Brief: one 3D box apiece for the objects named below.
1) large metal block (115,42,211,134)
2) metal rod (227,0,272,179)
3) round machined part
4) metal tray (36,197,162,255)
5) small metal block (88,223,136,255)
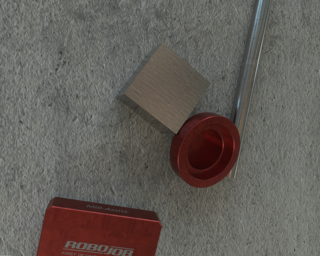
[{"bbox_3d":[0.003,-0.048,0.397,0.080,0.050,0.080,38,78,-16],"label":"large metal block"},{"bbox_3d":[0.129,-0.075,0.456,0.025,0.025,0.299,15,85,-20],"label":"metal rod"},{"bbox_3d":[0.055,0.026,0.411,0.099,0.042,0.097,-10,111,-27],"label":"round machined part"},{"bbox_3d":[-0.072,0.137,0.364,0.131,0.030,0.089,12,95,-12],"label":"metal tray"},{"bbox_3d":[-0.059,0.138,0.385,0.050,0.025,0.050,-28,99,-23],"label":"small metal block"}]
